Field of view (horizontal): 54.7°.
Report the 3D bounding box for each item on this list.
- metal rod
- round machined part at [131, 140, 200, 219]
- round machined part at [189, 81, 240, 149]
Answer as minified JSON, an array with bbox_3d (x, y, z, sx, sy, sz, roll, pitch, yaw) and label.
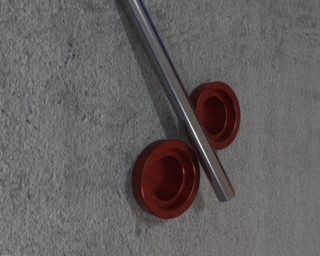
[{"bbox_3d":[0.023,-0.039,0.393,0.025,0.025,0.299,-33,101,-35],"label":"metal rod"},{"bbox_3d":[0.003,0.063,0.399,0.099,0.042,0.097,0,90,-40],"label":"round machined part"},{"bbox_3d":[0.072,-0.018,0.457,0.099,0.042,0.097,0,90,-40],"label":"round machined part"}]
